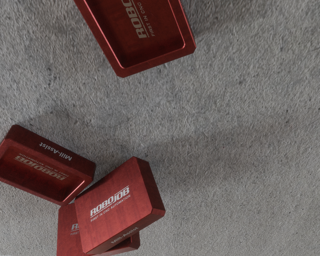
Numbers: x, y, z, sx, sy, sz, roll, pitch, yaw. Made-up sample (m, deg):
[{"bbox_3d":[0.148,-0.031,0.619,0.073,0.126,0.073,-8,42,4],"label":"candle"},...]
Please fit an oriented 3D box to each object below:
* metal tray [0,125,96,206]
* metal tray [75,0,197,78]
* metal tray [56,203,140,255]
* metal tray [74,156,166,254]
[{"bbox_3d":[-0.173,0.059,0.452,0.131,0.030,0.090,32,123,-25],"label":"metal tray"},{"bbox_3d":[-0.027,-0.120,0.300,0.090,0.030,0.130,-17,128,14],"label":"metal tray"},{"bbox_3d":[-0.100,0.157,0.494,0.130,0.090,0.030,-18,147,14],"label":"metal tray"},{"bbox_3d":[-0.062,0.112,0.446,0.130,0.090,0.030,-36,143,19],"label":"metal tray"}]
